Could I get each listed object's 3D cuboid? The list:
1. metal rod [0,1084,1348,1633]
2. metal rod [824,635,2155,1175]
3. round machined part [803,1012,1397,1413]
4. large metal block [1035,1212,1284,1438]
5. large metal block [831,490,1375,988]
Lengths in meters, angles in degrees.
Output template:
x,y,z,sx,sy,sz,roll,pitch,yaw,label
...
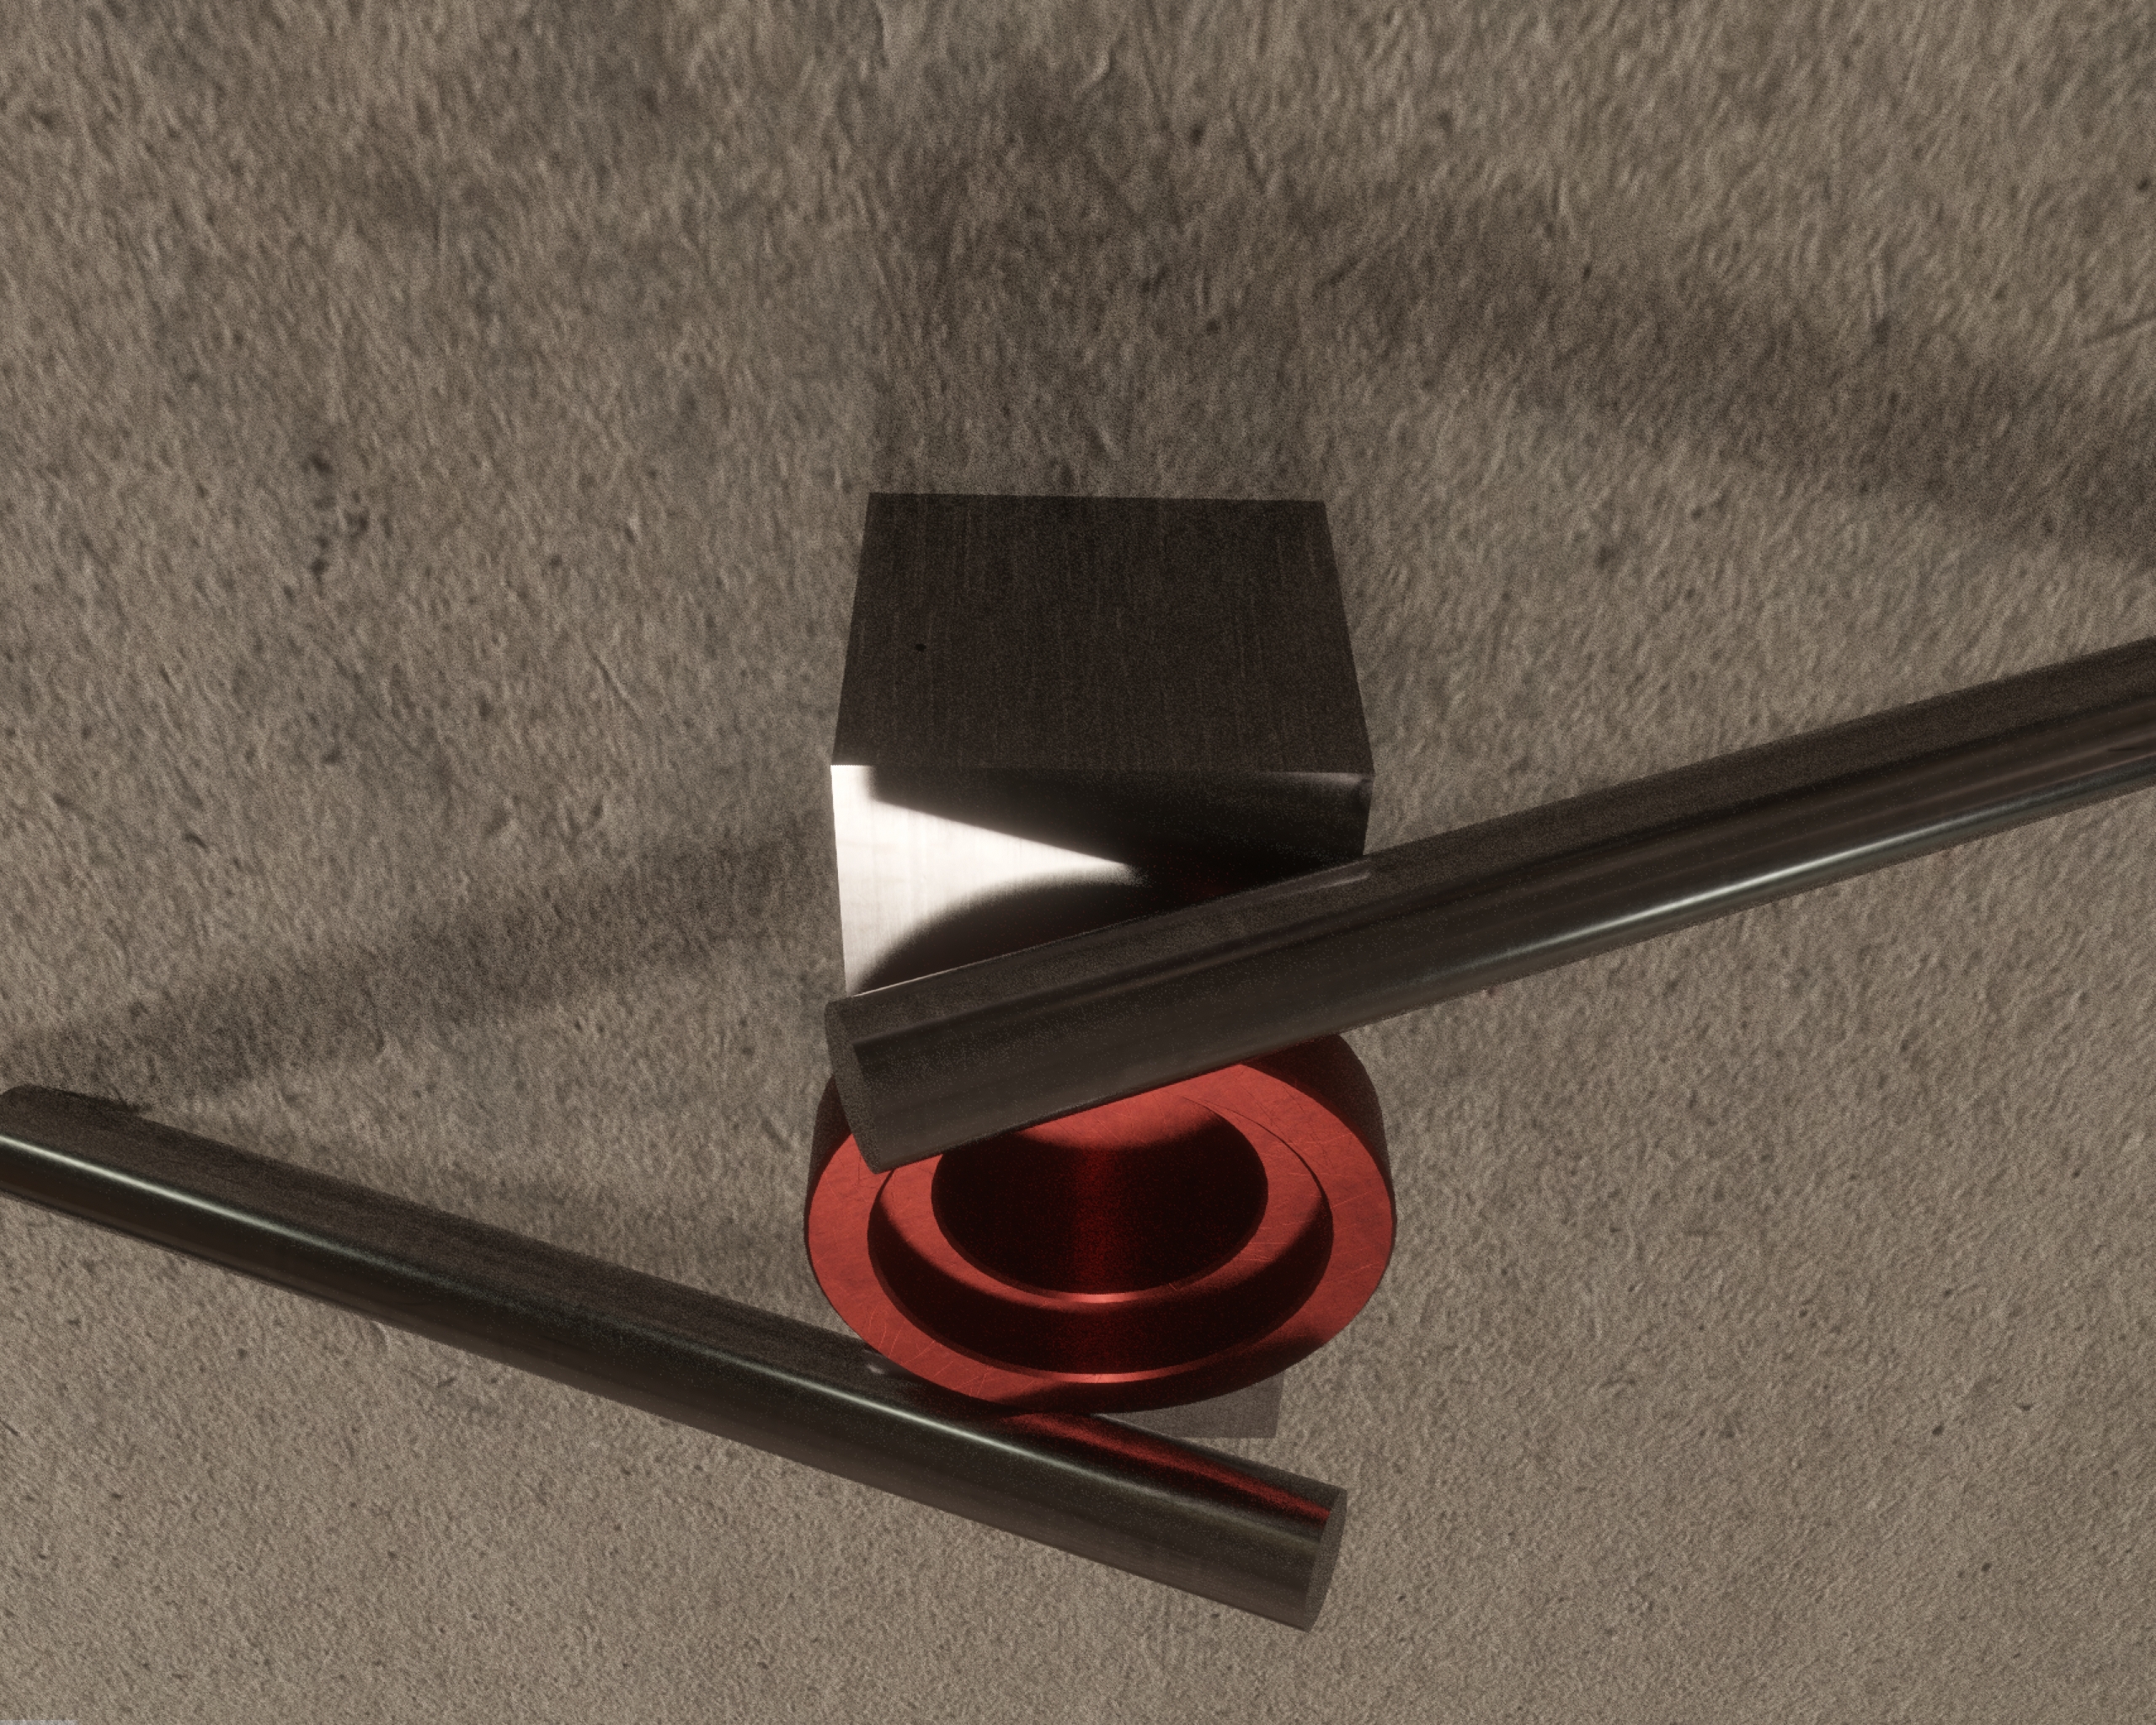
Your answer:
x,y,z,sx,sy,sz,roll,pitch,yaw,label
-0.096,0.091,0.412,0.301,0.025,0.025,12,133,19,metal rod
0.108,-0.006,0.335,0.302,0.025,0.025,-15,132,-17,metal rod
0.004,0.050,0.363,0.099,0.042,0.097,-1,130,0,round machined part
0.000,0.071,0.433,0.081,0.080,0.050,1,130,-1,large metal block
0.003,-0.021,0.355,0.081,0.080,0.050,1,130,-1,large metal block
